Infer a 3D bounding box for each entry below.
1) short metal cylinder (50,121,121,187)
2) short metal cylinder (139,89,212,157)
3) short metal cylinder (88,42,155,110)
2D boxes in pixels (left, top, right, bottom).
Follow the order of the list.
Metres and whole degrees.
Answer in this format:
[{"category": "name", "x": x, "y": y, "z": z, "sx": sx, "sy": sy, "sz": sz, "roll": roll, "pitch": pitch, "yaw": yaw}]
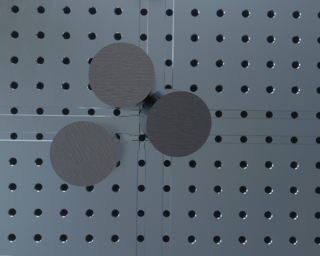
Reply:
[{"category": "short metal cylinder", "x": -0.093, "y": 0.031, "z": 0.400, "sx": 0.081, "sy": 0.050, "sz": 0.079, "roll": 0, "pitch": 90, "yaw": -1}, {"category": "short metal cylinder", "x": 0.018, "y": -0.008, "z": 0.391, "sx": 0.081, "sy": 0.050, "sz": 0.079, "roll": -3, "pitch": 101, "yaw": -13}, {"category": "short metal cylinder", "x": -0.046, "y": -0.064, "z": 0.400, "sx": 0.081, "sy": 0.050, "sz": 0.079, "roll": 0, "pitch": 90, "yaw": 0}]
